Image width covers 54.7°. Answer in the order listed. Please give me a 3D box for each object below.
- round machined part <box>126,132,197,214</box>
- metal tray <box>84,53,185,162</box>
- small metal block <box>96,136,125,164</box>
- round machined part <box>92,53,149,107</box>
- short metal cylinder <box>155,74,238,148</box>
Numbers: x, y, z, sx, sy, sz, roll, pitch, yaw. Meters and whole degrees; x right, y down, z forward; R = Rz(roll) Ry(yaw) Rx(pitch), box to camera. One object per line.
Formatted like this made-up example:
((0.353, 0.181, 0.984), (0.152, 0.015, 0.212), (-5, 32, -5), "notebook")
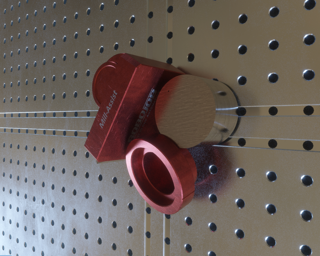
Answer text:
((0.006, 0.050, 0.373), (0.098, 0.042, 0.097), (29, 131, 38), "round machined part")
((-0.030, -0.021, 0.386), (0.030, 0.091, 0.129), (40, 114, 33), "metal tray")
((-0.067, 0.022, 0.442), (0.025, 0.050, 0.050), (-19, 78, 38), "small metal block")
((-0.059, -0.058, 0.441), (0.098, 0.042, 0.097), (0, 90, 40), "round machined part")
((0.041, -0.018, 0.354), (0.080, 0.050, 0.079), (0, 90, 40), "short metal cylinder")
